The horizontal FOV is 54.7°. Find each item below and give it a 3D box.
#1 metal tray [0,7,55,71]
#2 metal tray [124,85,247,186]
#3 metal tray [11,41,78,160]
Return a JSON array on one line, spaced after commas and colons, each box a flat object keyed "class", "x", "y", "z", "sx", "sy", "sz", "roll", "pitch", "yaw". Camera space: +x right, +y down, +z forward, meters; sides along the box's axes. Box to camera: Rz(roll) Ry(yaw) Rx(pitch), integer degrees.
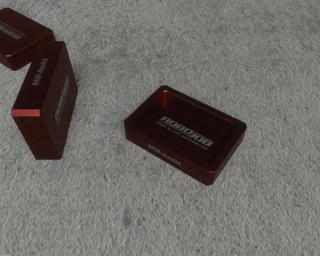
[{"class": "metal tray", "x": -0.255, "y": -0.155, "z": 0.529, "sx": 0.130, "sy": 0.030, "sz": 0.090, "roll": 30, "pitch": 56, "yaw": 23}, {"class": "metal tray", "x": 0.031, "y": 0.004, "z": 0.396, "sx": 0.130, "sy": 0.030, "sz": 0.090, "roll": 29, "pitch": 55, "yaw": 22}, {"class": "metal tray", "x": -0.137, "y": -0.036, "z": 0.390, "sx": 0.030, "sy": 0.090, "sz": 0.130, "roll": 0, "pitch": 50, "yaw": 0}]
